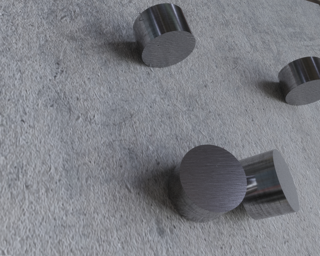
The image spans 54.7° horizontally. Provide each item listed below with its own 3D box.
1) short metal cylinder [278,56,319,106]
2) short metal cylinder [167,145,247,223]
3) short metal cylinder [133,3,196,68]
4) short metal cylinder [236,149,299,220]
[{"bbox_3d":[0.261,-0.083,0.560,0.081,0.080,0.050,8,59,-24],"label":"short metal cylinder"},{"bbox_3d":[0.054,0.066,0.368,0.081,0.050,0.080,7,60,-12],"label":"short metal cylinder"},{"bbox_3d":[0.006,-0.133,0.452,0.081,0.080,0.050,-5,64,-30],"label":"short metal cylinder"},{"bbox_3d":[0.137,0.072,0.396,0.080,0.050,0.080,38,40,-41],"label":"short metal cylinder"}]
